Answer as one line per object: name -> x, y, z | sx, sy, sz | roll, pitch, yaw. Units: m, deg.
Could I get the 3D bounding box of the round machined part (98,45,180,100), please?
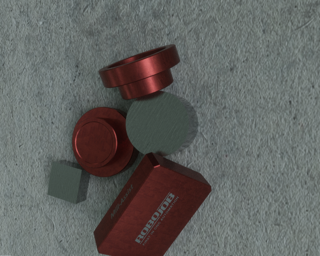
round machined part -> -0.022, -0.067, 0.382 | 0.098, 0.098, 0.042 | -13, 109, 19

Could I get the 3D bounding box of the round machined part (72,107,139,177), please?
round machined part -> -0.080, 0.020, 0.427 | 0.098, 0.042, 0.097 | 0, 90, 19

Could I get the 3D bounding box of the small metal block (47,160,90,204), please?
small metal block -> -0.133, 0.078, 0.454 | 0.050, 0.025, 0.050 | 12, 94, 19

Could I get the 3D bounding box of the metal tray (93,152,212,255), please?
metal tray -> -0.009, 0.102, 0.378 | 0.129, 0.090, 0.030 | -56, 31, 11

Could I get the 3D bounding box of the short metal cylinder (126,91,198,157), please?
short metal cylinder -> 0.004, -0.005, 0.394 | 0.080, 0.050, 0.079 | 0, 90, 19
